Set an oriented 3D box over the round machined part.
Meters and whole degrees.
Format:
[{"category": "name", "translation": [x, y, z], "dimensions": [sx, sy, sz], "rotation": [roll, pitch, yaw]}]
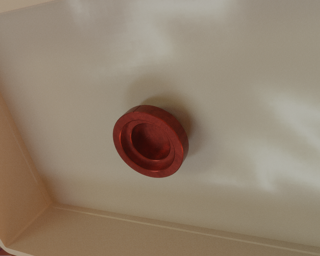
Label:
[{"category": "round machined part", "translation": [-0.008, 0.013, 0.404], "dimensions": [0.098, 0.042, 0.097], "rotation": [13, 124, 20]}]
